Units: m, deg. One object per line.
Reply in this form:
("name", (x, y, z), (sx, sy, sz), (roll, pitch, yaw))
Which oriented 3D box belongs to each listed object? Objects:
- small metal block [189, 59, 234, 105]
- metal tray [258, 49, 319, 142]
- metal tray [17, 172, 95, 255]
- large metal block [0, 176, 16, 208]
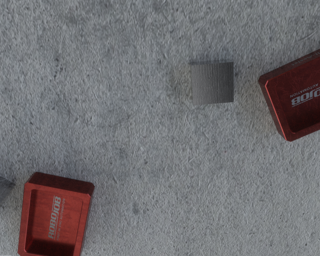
("small metal block", (0.065, -0.058, 0.389), (0.050, 0.025, 0.050), (-5, 110, 1))
("metal tray", (0.203, -0.049, 0.390), (0.130, 0.030, 0.090), (-25, 109, 8))
("metal tray", (-0.153, 0.135, 0.455), (0.091, 0.030, 0.129), (12, 110, -5))
("large metal block", (-0.266, 0.100, 0.431), (0.080, 0.050, 0.080), (34, 106, -12))
